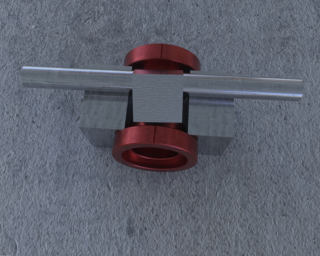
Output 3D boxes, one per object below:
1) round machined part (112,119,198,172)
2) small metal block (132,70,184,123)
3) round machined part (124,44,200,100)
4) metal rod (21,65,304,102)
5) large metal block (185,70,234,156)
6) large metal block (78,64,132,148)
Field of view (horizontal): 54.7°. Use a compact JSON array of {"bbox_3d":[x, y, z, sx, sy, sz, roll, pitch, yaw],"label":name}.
[{"bbox_3d":[-0.005,0.017,0.364,0.099,0.098,0.042,4,65,1],"label":"round machined part"},{"bbox_3d":[-0.002,-0.033,0.322,0.050,0.025,0.050,1,111,2],"label":"small metal block"},{"bbox_3d":[0.002,-0.061,0.393,0.099,0.098,0.042,4,71,1],"label":"round machined part"},{"bbox_3d":[0.002,-0.049,0.342,0.302,0.025,0.025,3,70,1],"label":"metal rod"},{"bbox_3d":[0.058,-0.015,0.386,0.050,0.080,0.080,4,70,1],"label":"large metal block"},{"bbox_3d":[-0.061,-0.023,0.388,0.050,0.080,0.080,4,70,1],"label":"large metal block"}]
